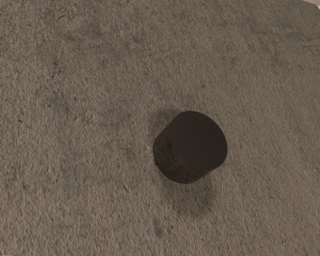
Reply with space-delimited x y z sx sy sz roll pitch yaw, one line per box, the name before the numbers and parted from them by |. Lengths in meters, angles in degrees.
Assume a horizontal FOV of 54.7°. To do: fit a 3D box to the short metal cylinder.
short metal cylinder | 0.038 0.025 0.395 0.081 0.050 0.080 14 56 -21
